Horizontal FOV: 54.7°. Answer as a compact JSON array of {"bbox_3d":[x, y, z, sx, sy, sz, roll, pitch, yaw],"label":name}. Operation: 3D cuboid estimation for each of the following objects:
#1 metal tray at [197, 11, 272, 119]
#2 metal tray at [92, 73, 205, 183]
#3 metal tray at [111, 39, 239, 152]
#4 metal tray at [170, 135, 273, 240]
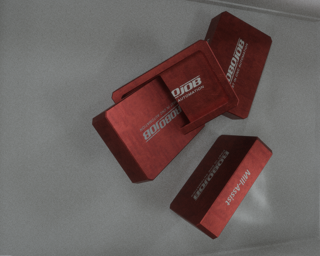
[{"bbox_3d":[0.100,-0.087,0.444,0.091,0.030,0.130,22,83,-19],"label":"metal tray"},{"bbox_3d":[-0.007,-0.007,0.376,0.131,0.030,0.090,-41,103,-42],"label":"metal tray"},{"bbox_3d":[0.019,-0.038,0.386,0.130,0.030,0.090,-30,101,8],"label":"metal tray"},{"bbox_3d":[0.076,0.069,0.403,0.030,0.090,0.130,41,77,-16],"label":"metal tray"}]
